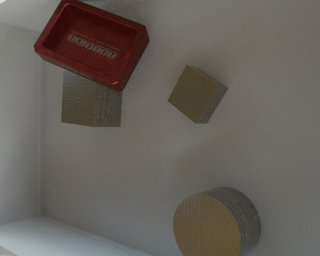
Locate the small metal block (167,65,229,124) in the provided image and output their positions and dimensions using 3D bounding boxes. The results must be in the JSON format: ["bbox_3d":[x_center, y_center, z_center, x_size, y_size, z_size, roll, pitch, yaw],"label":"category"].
[{"bbox_3d":[0.044,-0.040,0.369,0.050,0.025,0.050,42,115,31],"label":"small metal block"}]

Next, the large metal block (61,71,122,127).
[{"bbox_3d":[-0.104,-0.045,0.474,0.080,0.050,0.079,7,94,39],"label":"large metal block"}]

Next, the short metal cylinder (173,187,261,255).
[{"bbox_3d":[0.062,0.108,0.338,0.080,0.050,0.079,0,90,39],"label":"short metal cylinder"}]

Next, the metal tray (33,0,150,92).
[{"bbox_3d":[-0.092,-0.115,0.420,0.130,0.030,0.090,24,79,11],"label":"metal tray"}]
